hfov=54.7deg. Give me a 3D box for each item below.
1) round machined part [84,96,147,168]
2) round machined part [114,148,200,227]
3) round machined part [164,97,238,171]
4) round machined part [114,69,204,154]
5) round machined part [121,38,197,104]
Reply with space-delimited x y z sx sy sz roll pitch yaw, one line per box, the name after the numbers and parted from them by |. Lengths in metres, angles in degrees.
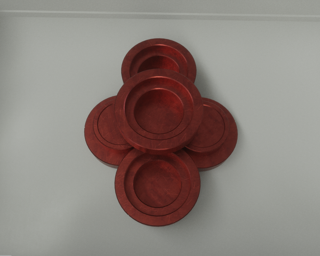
-0.048 0.001 0.398 0.099 0.042 0.098 0 70 -1 | round machined part
-0.003 0.069 0.373 0.099 0.042 0.098 0 70 -1 | round machined part
0.051 0.004 0.397 0.099 0.042 0.098 0 70 -1 | round machined part
-0.001 -0.016 0.360 0.099 0.042 0.098 0 70 -1 | round machined part
-0.001 -0.070 0.424 0.099 0.042 0.098 0 70 -1 | round machined part
